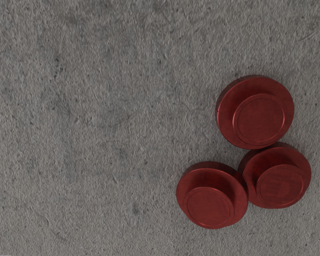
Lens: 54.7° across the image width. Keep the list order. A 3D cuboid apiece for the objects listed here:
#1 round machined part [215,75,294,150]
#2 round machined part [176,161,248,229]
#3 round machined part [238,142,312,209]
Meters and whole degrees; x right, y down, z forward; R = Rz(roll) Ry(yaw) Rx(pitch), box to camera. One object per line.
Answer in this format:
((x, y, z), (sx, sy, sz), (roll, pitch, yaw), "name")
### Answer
((0.123, -0.016, 0.396), (0.099, 0.042, 0.097), (0, 110, 0), "round machined part")
((0.069, 0.098, 0.422), (0.098, 0.042, 0.097), (7, 116, 16), "round machined part")
((0.161, 0.072, 0.428), (0.099, 0.042, 0.097), (0, 110, 0), "round machined part")
